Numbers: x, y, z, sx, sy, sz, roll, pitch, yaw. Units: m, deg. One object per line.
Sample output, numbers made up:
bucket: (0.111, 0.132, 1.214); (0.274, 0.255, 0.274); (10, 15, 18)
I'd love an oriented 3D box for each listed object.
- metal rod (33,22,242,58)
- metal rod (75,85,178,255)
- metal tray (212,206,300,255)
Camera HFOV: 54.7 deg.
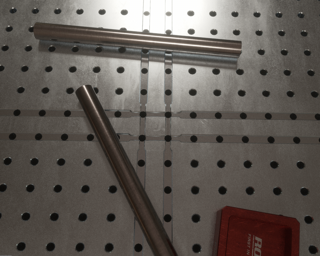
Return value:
metal rod: (-0.033, -0.130, 0.458); (0.302, 0.025, 0.025); (6, 70, 1)
metal rod: (-0.035, 0.072, 0.384); (0.025, 0.025, 0.299); (-26, 72, -10)
metal tray: (0.106, 0.162, 0.351); (0.091, 0.030, 0.130); (10, 70, 3)
